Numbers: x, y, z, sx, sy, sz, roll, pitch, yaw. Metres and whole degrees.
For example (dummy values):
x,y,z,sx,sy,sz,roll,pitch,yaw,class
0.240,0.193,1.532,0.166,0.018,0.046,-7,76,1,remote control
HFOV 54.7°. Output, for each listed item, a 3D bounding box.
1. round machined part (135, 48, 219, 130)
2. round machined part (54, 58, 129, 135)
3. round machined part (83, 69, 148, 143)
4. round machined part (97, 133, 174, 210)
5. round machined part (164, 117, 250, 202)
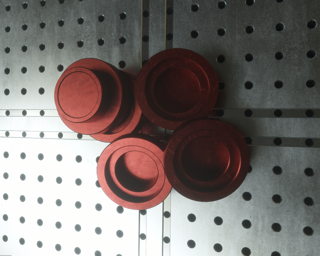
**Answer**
x,y,z,sx,sy,sz,roll,pitch,yaw,class
0.021,-0.046,0.386,0.099,0.042,0.097,0,91,3,round machined part
-0.092,-0.040,0.390,0.098,0.042,0.097,0,90,19,round machined part
-0.060,-0.030,0.423,0.098,0.042,0.097,0,90,19,round machined part
-0.028,0.053,0.403,0.098,0.042,0.097,2,104,9,round machined part
0.053,0.035,0.372,0.099,0.042,0.097,0,100,-2,round machined part
